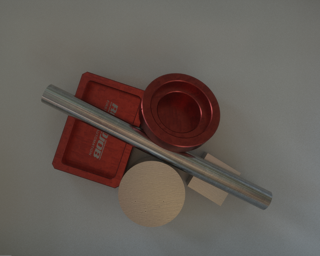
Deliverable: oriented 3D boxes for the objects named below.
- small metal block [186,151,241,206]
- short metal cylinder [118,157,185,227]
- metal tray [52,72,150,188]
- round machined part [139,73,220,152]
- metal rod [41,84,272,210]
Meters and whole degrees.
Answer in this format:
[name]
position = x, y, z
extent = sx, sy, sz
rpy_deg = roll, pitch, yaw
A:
[small metal block]
position = 0.070, 0.066, 0.411
extent = 0.050, 0.025, 0.050
rpy_deg = 32, 90, -1
[short metal cylinder]
position = -0.010, 0.079, 0.397
extent = 0.081, 0.050, 0.079
rpy_deg = 0, 90, -1
[metal tray]
position = -0.074, 0.002, 0.405
extent = 0.090, 0.030, 0.129
rpy_deg = 19, 90, -1
[round machined part]
position = 0.022, -0.016, 0.389
extent = 0.099, 0.042, 0.098
rpy_deg = 5, 67, -12
[metal rod]
position = -0.001, 0.025, 0.381
extent = 0.301, 0.025, 0.025
rpy_deg = 26, 90, -3
